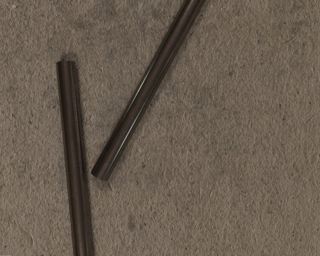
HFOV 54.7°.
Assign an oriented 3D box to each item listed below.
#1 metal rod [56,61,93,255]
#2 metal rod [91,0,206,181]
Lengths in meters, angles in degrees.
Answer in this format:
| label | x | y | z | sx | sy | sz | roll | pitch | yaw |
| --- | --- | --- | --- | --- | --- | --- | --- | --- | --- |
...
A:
| label | x | y | z | sx | sy | sz | roll | pitch | yaw |
| --- | --- | --- | --- | --- | --- | --- | --- | --- | --- |
| metal rod | -0.111 | 0.063 | 0.408 | 0.025 | 0.025 | 0.298 | -5 | 90 | -1 |
| metal rod | -0.009 | -0.067 | 0.409 | 0.025 | 0.025 | 0.299 | 29 | 90 | -1 |
